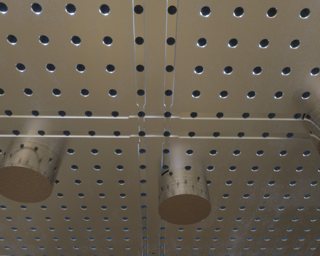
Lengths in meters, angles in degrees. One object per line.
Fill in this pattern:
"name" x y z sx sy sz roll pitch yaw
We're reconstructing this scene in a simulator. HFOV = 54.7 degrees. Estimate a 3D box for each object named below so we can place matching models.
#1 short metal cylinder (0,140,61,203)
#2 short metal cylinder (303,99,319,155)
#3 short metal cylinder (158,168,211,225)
"short metal cylinder" -0.190 0.064 0.447 0.081 0.050 0.079 0 130 0
"short metal cylinder" 0.236 0.000 0.399 0.081 0.050 0.079 0 130 0
"short metal cylinder" 0.037 0.109 0.489 0.081 0.050 0.079 0 130 0
